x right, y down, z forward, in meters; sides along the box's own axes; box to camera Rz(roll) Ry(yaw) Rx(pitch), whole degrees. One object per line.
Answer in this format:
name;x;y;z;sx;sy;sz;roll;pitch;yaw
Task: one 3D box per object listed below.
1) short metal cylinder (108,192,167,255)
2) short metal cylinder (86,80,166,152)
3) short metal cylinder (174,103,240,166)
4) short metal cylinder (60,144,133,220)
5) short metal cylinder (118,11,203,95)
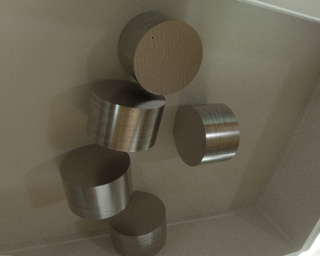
short metal cylinder;-0.031;0.138;0.443;0.081;0.080;0.050;-16;125;-20
short metal cylinder;-0.038;-0.016;0.344;0.081;0.080;0.050;-1;119;-29
short metal cylinder;0.060;0.008;0.413;0.050;0.080;0.079;-6;121;-26
short metal cylinder;-0.074;0.062;0.372;0.081;0.080;0.050;-15;125;-21
short metal cylinder;0.000;-0.083;0.342;0.081;0.050;0.079;-14;125;-21
